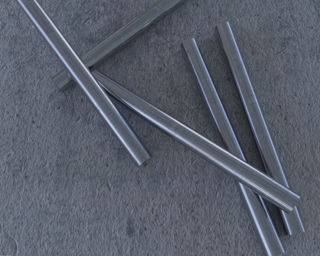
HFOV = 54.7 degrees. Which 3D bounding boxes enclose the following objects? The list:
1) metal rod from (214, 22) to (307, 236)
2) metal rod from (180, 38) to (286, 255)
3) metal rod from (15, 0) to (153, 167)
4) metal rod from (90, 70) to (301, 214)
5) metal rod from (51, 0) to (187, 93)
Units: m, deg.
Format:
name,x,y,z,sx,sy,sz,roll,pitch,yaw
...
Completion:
name,x,y,z,sx,sy,sz,roll,pitch,yaw
metal rod,0.126,-0.014,0.413,0.025,0.025,0.299,-12,70,-4
metal rod,0.087,0.011,0.404,0.025,0.025,0.299,-17,71,-6
metal rod,-0.108,-0.076,0.409,0.025,0.025,0.299,-36,83,-12
metal rod,0.028,0.007,0.388,0.300,0.025,0.025,33,73,17
metal rod,-0.032,-0.153,0.463,0.301,0.025,0.025,-41,75,-14
